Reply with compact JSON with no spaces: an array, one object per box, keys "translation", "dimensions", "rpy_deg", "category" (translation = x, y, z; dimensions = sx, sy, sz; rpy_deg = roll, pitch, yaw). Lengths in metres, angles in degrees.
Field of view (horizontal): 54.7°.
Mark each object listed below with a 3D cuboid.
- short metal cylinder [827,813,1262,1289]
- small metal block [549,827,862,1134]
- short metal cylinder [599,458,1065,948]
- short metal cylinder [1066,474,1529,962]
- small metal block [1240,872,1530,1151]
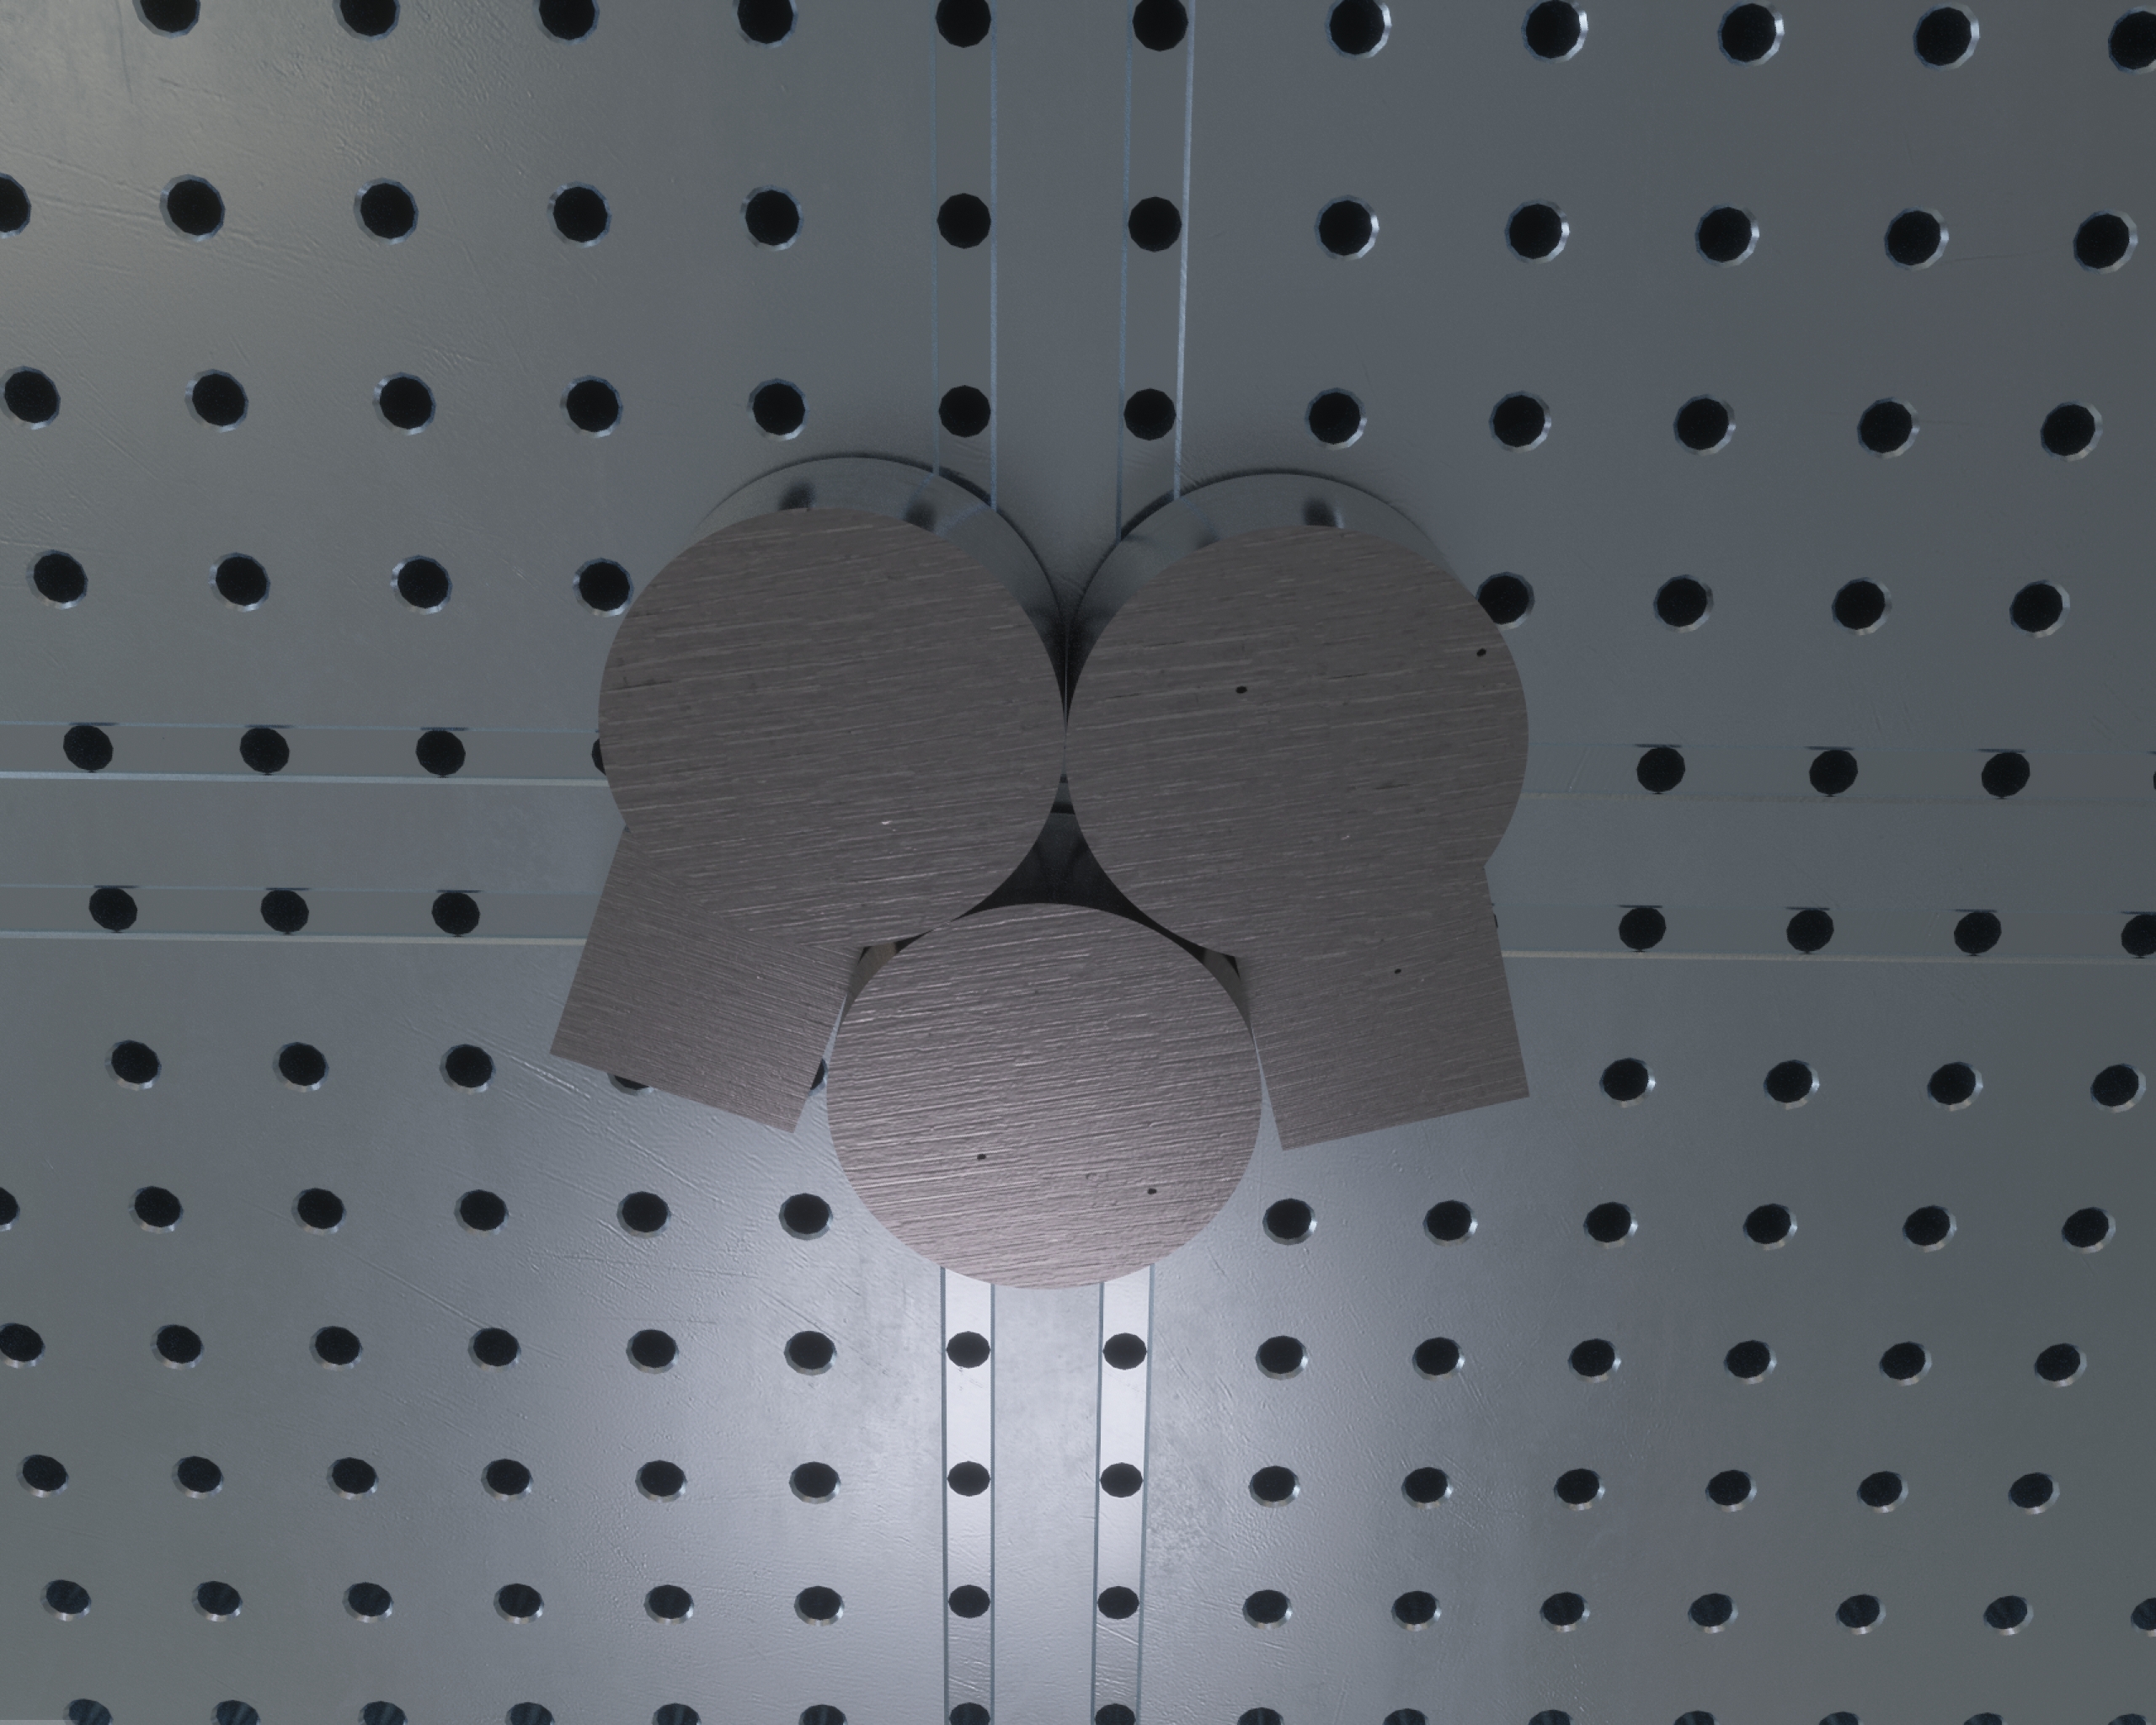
[{"translation":[-0.006,0.036,0.409],"dimensions":[0.081,0.050,0.079],"rpy_deg":[0,110,0],"category":"short metal cylinder"},{"translation":[-0.071,0.020,0.416],"dimensions":[0.050,0.025,0.050],"rpy_deg":[20,109,-7],"category":"small metal block"},{"translation":[-0.043,-0.031,0.384],"dimensions":[0.081,0.050,0.079],"rpy_deg":[0,110,0],"category":"short metal cylinder"},{"translation":[0.038,-0.028,0.386],"dimensions":[0.081,0.050,0.079],"rpy_deg":[0,110,0],"category":"short metal cylinder"},{"translation":[0.059,0.025,0.420],"dimensions":[0.050,0.025,0.050],"rpy_deg":[-13,110,4],"category":"small metal block"}]
